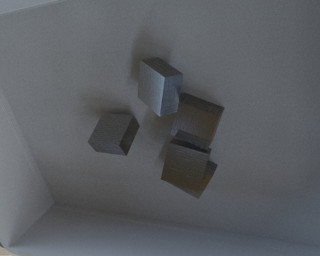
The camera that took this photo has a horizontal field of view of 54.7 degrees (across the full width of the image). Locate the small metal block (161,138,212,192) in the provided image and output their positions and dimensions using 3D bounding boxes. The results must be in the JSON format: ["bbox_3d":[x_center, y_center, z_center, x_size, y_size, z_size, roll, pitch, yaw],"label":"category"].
[{"bbox_3d":[0.033,0.045,0.389,0.050,0.025,0.050,15,105,13],"label":"small metal block"}]

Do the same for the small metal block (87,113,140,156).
[{"bbox_3d":[-0.063,0.008,0.427,0.050,0.050,0.025,5,145,26],"label":"small metal block"}]

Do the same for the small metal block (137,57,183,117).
[{"bbox_3d":[-0.001,-0.049,0.365,0.050,0.025,0.050,43,138,40],"label":"small metal block"}]

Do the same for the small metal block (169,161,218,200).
[{"bbox_3d":[0.044,0.062,0.424,0.050,0.025,0.050,28,128,10],"label":"small metal block"}]

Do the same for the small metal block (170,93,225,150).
[{"bbox_3d":[0.045,-0.008,0.380,0.050,0.025,0.050,23,127,14],"label":"small metal block"}]
